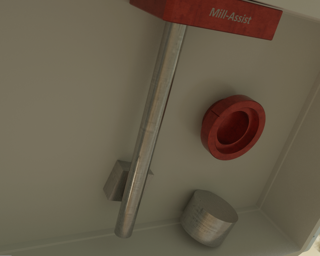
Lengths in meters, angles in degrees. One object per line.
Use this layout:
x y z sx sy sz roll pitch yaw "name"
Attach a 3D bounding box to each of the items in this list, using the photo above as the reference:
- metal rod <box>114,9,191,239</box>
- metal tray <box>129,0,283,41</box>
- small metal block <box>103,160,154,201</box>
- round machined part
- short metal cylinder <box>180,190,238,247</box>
-0.015 0.010 0.381 0.025 0.025 0.298 3 113 -30 "metal rod"
0.046 -0.123 0.316 0.131 0.090 0.030 0 119 -29 "metal tray"
-0.044 0.076 0.433 0.050 0.025 0.050 15 111 -35 "small metal block"
0.101 -0.004 0.452 0.099 0.042 0.097 -14 125 -21 "round machined part"
0.080 0.147 0.510 0.081 0.080 0.050 15 110 -35 "short metal cylinder"
